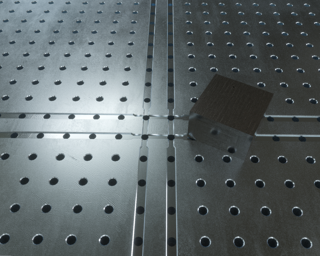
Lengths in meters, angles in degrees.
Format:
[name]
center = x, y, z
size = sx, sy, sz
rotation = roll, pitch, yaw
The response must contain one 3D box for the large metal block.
[large metal block]
center = 0.091, -0.016, 0.406
size = 0.080, 0.050, 0.080
rotation = 24, 54, 18
